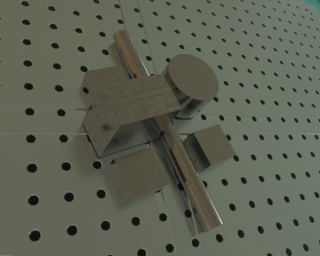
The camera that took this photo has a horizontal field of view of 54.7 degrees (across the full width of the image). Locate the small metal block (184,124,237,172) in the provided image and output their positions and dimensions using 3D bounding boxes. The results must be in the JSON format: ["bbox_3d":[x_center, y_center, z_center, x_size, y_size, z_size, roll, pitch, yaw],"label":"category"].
[{"bbox_3d":[0.070,0.027,0.431,0.050,0.025,0.050,-16,70,-35],"label":"small metal block"}]

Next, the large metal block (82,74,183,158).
[{"bbox_3d":[-0.035,-0.014,0.362,0.081,0.080,0.050,-17,71,-35],"label":"large metal block"}]

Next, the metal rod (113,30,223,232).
[{"bbox_3d":[0.003,-0.009,0.416,0.025,0.025,0.299,-13,69,-34],"label":"metal rod"}]

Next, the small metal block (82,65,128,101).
[{"bbox_3d":[-0.066,-0.051,0.405,0.050,0.025,0.050,-19,72,-36],"label":"small metal block"}]

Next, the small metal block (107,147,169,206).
[{"bbox_3d":[-0.026,0.055,0.362,0.050,0.025,0.050,-17,71,-35],"label":"small metal block"}]

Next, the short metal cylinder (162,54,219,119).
[{"bbox_3d":[0.038,-0.060,0.450,0.081,0.050,0.080,14,56,-21],"label":"short metal cylinder"}]
